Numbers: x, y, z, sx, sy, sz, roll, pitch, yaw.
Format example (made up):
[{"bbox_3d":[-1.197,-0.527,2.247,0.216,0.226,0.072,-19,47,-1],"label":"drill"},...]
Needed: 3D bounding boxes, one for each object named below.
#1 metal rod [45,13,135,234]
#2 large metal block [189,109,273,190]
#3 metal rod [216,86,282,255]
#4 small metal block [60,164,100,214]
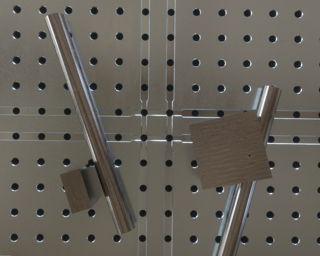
[{"bbox_3d":[-0.093,-0.006,0.412,0.025,0.025,0.298,-19,90,0],"label":"metal rod"},{"bbox_3d":[0.088,0.028,0.386,0.080,0.050,0.080,-13,82,16],"label":"large metal block"},{"bbox_3d":[0.110,0.091,0.414,0.025,0.025,0.298,15,90,0],"label":"metal rod"},{"bbox_3d":[-0.102,0.076,0.400,0.025,0.050,0.050,-17,90,0],"label":"small metal block"}]
